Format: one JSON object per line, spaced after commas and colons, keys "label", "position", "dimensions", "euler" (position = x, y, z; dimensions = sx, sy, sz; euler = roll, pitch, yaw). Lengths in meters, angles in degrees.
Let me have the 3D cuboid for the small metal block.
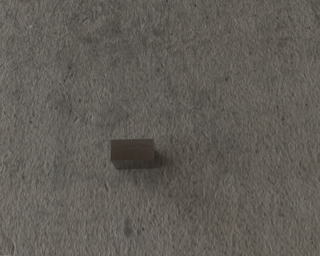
{"label": "small metal block", "position": [-0.032, 0.033, 0.382], "dimensions": [0.050, 0.050, 0.025], "euler": [-1, 70, -1]}
